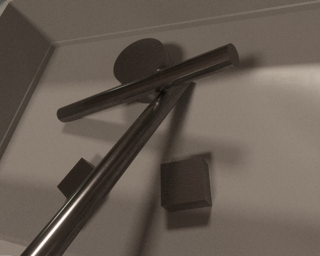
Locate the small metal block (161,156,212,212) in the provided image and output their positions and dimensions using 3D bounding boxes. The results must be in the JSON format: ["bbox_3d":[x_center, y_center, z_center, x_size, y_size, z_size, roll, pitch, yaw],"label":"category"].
[{"bbox_3d":[0.029,0.064,0.350,0.050,0.025,0.050,-13,56,20],"label":"small metal block"}]

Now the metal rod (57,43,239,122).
[{"bbox_3d":[-0.040,-0.048,0.407,0.300,0.025,0.025,-13,55,38],"label":"metal rod"}]

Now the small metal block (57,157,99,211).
[{"bbox_3d":[-0.100,0.076,0.410,0.050,0.025,0.050,33,80,38],"label":"small metal block"}]

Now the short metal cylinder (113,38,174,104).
[{"bbox_3d":[-0.020,-0.082,0.449,0.080,0.050,0.080,-13,56,20],"label":"short metal cylinder"}]

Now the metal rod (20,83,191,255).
[{"bbox_3d":[-0.029,0.014,0.332,0.025,0.025,0.301,5,39,30],"label":"metal rod"}]
